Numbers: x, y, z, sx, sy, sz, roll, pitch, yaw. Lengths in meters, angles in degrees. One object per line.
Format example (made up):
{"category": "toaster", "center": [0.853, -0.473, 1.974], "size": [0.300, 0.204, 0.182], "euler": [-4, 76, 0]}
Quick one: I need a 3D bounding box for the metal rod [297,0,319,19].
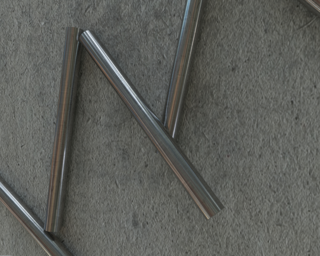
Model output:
{"category": "metal rod", "center": [0.184, -0.133, 0.343], "size": [0.025, 0.025, 0.300], "euler": [-45, 76, 14]}

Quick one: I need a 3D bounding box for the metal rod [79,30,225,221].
{"category": "metal rod", "center": [-0.022, -0.018, 0.394], "size": [0.025, 0.025, 0.299], "euler": [-42, 69, 15]}

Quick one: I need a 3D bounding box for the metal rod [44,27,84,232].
{"category": "metal rod", "center": [-0.143, 0.003, 0.459], "size": [0.025, 0.025, 0.298], "euler": [8, 93, 20]}

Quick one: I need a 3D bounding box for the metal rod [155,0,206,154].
{"category": "metal rod", "center": [0.035, -0.112, 0.396], "size": [0.025, 0.025, 0.298], "euler": [13, 94, 19]}

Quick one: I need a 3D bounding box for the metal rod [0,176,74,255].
{"category": "metal rod", "center": [-0.168, 0.172, 0.468], "size": [0.300, 0.025, 0.025], "euler": [40, 103, 15]}
